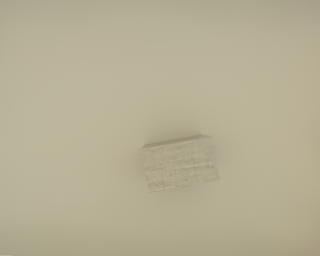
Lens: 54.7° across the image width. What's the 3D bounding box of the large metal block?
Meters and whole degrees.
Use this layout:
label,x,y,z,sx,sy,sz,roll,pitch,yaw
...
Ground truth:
label,x,y,z,sx,sy,sz,roll,pitch,yaw
large metal block,0.023,0.041,0.384,0.080,0.080,0.050,-10,90,0
